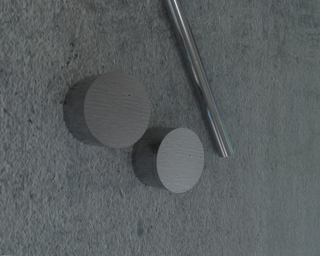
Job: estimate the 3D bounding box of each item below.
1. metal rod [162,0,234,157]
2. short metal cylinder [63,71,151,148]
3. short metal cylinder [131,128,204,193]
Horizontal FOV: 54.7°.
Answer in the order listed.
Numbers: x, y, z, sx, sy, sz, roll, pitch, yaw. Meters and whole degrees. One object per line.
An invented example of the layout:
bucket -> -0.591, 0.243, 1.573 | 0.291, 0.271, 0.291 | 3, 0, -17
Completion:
metal rod -> 0.049, -0.091, 0.445 | 0.025, 0.025, 0.299 | -36, 112, -34
short metal cylinder -> -0.058, -0.019, 0.340 | 0.081, 0.050, 0.080 | 0, 90, -40
short metal cylinder -> 0.011, 0.039, 0.398 | 0.081, 0.050, 0.080 | 0, 90, -40
